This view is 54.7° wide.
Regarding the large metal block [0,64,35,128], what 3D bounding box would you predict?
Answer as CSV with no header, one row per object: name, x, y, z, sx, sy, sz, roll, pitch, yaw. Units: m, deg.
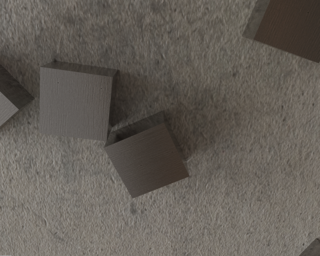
large metal block,-0.221,-0.035,0.380,0.080,0.050,0.080,-38,106,12

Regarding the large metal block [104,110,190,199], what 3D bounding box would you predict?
large metal block,-0.016,0.034,0.409,0.080,0.050,0.080,-23,109,8

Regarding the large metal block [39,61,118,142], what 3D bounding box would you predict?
large metal block,-0.099,-0.034,0.382,0.081,0.050,0.079,8,110,-3

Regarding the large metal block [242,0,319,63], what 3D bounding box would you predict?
large metal block,0.152,-0.128,0.351,0.080,0.050,0.079,18,109,-7

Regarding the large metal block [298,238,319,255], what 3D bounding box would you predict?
large metal block,0.260,0.235,0.487,0.080,0.050,0.080,31,107,-11
